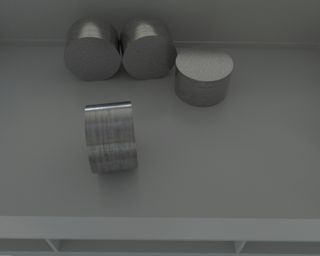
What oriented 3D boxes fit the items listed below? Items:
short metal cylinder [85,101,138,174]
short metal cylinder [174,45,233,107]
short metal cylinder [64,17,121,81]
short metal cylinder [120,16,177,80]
[{"bbox_3d":[-0.055,0.011,0.360,0.050,0.080,0.080,-6,51,-6],"label":"short metal cylinder"},{"bbox_3d":[0.062,-0.077,0.454,0.081,0.050,0.080,0,50,0],"label":"short metal cylinder"},{"bbox_3d":[-0.101,-0.117,0.467,0.081,0.080,0.050,-5,50,-4],"label":"short metal cylinder"},{"bbox_3d":[-0.019,-0.120,0.470,0.081,0.080,0.050,-8,51,-7],"label":"short metal cylinder"}]
